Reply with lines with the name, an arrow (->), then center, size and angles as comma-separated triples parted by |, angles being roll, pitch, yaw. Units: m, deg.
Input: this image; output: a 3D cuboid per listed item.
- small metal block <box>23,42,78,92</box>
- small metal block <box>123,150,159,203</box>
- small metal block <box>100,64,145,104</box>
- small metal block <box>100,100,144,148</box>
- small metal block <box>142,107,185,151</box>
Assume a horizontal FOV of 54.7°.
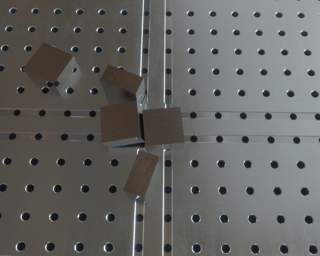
small metal block -> -0.155, -0.087, 0.442 | 0.050, 0.025, 0.050 | 26, 72, 8
small metal block -> -0.021, 0.060, 0.376 | 0.025, 0.050, 0.050 | 19, 71, 6
small metal block -> -0.049, -0.054, 0.418 | 0.050, 0.050, 0.025 | 21, 72, 7
small metal block -> -0.049, -0.005, 0.407 | 0.050, 0.025, 0.050 | -10, 70, 10
small metal block -> 0.004, 0.002, 0.411 | 0.050, 0.025, 0.050 | -5, 70, -3
